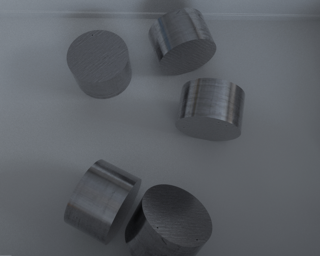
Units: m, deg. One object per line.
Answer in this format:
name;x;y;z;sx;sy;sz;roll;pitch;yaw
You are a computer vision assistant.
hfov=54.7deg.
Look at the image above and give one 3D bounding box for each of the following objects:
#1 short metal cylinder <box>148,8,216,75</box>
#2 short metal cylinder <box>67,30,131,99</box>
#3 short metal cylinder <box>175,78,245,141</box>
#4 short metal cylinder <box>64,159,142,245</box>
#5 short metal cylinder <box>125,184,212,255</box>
short metal cylinder;0.030;-0.116;0.423;0.080;0.080;0.050;-16;71;-6
short metal cylinder;-0.081;-0.087;0.427;0.081;0.050;0.080;0;70;0
short metal cylinder;0.063;-0.021;0.388;0.080;0.080;0.050;10;71;4
short metal cylinder;-0.062;0.082;0.350;0.050;0.080;0.080;26;72;9
short metal cylinder;0.009;0.108;0.335;0.080;0.050;0.080;20;30;-12
